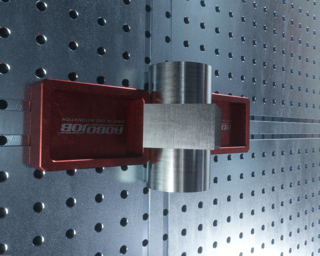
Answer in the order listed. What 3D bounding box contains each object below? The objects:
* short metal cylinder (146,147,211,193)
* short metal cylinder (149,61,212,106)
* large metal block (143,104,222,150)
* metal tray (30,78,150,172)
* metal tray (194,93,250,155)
[{"bbox_3d":[0.023,0.049,0.393,0.081,0.080,0.050,2,89,-40],"label":"short metal cylinder"},{"bbox_3d":[0.025,-0.051,0.394,0.081,0.080,0.050,2,89,-40],"label":"short metal cylinder"},{"bbox_3d":[0.031,-0.001,0.380,0.080,0.080,0.050,7,85,-74],"label":"large metal block"},{"bbox_3d":[-0.072,-0.002,0.345,0.131,0.030,0.089,1,89,-40],"label":"metal tray"},{"bbox_3d":[0.089,-0.006,0.480,0.131,0.030,0.089,1,89,-40],"label":"metal tray"}]
